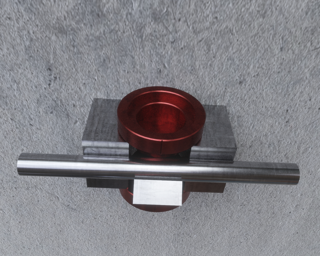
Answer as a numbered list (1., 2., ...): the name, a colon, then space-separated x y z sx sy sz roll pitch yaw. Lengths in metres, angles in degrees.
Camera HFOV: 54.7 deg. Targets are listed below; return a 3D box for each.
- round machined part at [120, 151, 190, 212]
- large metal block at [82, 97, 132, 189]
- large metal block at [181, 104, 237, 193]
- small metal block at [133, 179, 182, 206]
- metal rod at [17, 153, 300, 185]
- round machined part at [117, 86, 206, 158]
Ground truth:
1. round machined part: -0.005 0.060 0.411 0.099 0.098 0.042 4 125 -3
2. large metal block: -0.062 0.019 0.388 0.050 0.080 0.079 3 130 -3
3. large metal block: 0.057 0.025 0.395 0.050 0.080 0.079 3 130 -3
4. small metal block: -0.002 0.071 0.346 0.050 0.025 0.050 2 171 0
5. metal rod: 0.001 0.046 0.342 0.302 0.025 0.025 2 130 -3
6. round machined part: 0.001 -0.004 0.357 0.099 0.098 0.042 3 131 -3
